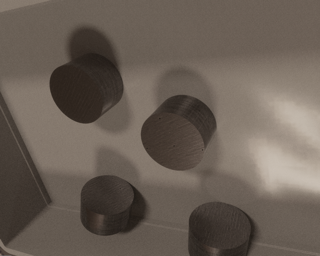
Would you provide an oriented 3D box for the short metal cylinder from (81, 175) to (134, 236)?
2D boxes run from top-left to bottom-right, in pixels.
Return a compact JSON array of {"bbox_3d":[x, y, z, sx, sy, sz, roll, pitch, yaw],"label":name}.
[{"bbox_3d":[-0.084,0.121,0.491,0.080,0.080,0.050,22,127,14],"label":"short metal cylinder"}]

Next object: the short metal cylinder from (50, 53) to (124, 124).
[{"bbox_3d":[-0.096,-0.053,0.409,0.080,0.050,0.079,13,124,20],"label":"short metal cylinder"}]

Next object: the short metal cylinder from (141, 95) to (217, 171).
[{"bbox_3d":[0.024,0.006,0.382,0.080,0.050,0.079,13,124,20],"label":"short metal cylinder"}]

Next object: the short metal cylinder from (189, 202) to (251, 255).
[{"bbox_3d":[0.079,0.148,0.422,0.080,0.080,0.050,12,123,21],"label":"short metal cylinder"}]
